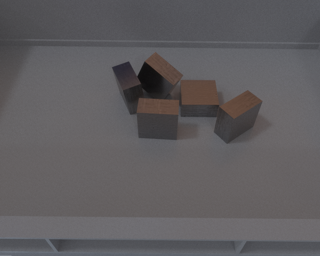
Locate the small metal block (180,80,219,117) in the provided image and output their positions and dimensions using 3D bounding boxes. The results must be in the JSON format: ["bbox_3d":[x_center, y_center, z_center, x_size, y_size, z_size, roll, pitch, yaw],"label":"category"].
[{"bbox_3d":[0.055,-0.042,0.441,0.050,0.025,0.050,1,50,0],"label":"small metal block"}]

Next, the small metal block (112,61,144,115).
[{"bbox_3d":[-0.042,-0.056,0.433,0.025,0.050,0.050,-22,53,-8],"label":"small metal block"}]

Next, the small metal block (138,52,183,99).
[{"bbox_3d":[-0.002,-0.070,0.437,0.050,0.050,0.025,40,58,1],"label":"small metal block"}]

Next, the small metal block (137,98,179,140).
[{"bbox_3d":[-0.002,-0.011,0.398,0.050,0.050,0.025,3,50,2],"label":"small metal block"}]

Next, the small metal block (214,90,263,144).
[{"bbox_3d":[0.100,-0.014,0.402,0.050,0.050,0.025,-30,56,-23],"label":"small metal block"}]
